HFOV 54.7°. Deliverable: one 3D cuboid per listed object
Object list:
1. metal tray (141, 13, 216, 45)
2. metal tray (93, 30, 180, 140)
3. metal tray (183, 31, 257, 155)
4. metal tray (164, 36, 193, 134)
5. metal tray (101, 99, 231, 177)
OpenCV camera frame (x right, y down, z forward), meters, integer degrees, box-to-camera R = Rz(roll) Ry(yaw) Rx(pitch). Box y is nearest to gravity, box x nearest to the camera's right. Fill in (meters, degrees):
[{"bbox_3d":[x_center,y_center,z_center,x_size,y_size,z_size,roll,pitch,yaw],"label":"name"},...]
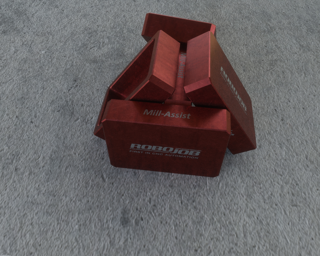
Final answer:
[{"bbox_3d":[0.034,-0.123,0.448,0.090,0.130,0.030,14,93,11],"label":"metal tray"},{"bbox_3d":[-0.030,-0.047,0.381,0.030,0.129,0.090,30,46,-24],"label":"metal tray"},{"bbox_3d":[0.076,-0.039,0.374,0.030,0.130,0.090,-19,44,29],"label":"metal tray"},{"bbox_3d":[0.026,-0.047,0.401,0.030,0.089,0.130,6,50,4],"label":"metal tray"},{"bbox_3d":[0.007,0.014,0.350,0.131,0.089,0.030,5,51,4],"label":"metal tray"}]
